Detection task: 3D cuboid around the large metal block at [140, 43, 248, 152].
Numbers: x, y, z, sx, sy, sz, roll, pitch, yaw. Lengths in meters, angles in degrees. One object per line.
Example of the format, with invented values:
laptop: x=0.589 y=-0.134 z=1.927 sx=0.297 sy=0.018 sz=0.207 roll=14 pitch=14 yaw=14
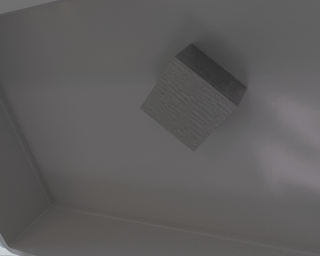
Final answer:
large metal block: x=0.037 y=-0.034 z=0.352 sx=0.080 sy=0.050 sz=0.080 roll=39 pitch=129 yaw=2
